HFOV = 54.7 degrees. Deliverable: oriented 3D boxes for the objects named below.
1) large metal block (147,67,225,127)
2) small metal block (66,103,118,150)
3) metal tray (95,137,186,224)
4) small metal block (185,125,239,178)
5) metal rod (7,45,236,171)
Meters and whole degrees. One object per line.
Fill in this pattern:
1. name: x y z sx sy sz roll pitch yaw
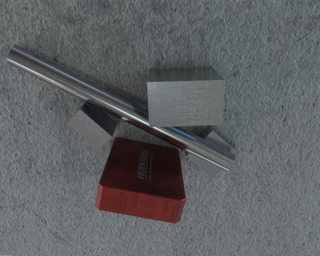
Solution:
1. large metal block: 0.027 -0.039 0.366 0.081 0.080 0.050 -2 110 0
2. small metal block: -0.084 -0.006 0.394 0.050 0.050 0.025 43 104 -14
3. metal tray: -0.020 0.056 0.376 0.091 0.130 0.030 12 110 -5
4. small metal block: 0.070 0.032 0.424 0.050 0.025 0.050 40 105 -14
5. metal rod: -0.044 -0.022 0.388 0.301 0.025 0.025 27 108 -5
